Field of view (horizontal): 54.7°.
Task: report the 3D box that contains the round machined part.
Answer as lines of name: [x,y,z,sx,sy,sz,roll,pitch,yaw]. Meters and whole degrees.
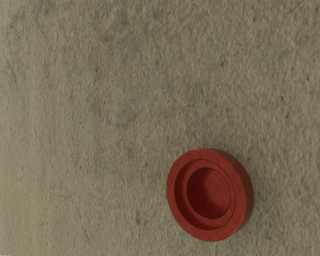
round machined part: [0.058,0.071,0.345,0.098,0.042,0.097,0,90,39]
